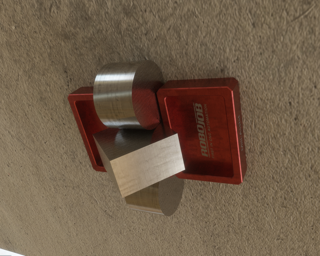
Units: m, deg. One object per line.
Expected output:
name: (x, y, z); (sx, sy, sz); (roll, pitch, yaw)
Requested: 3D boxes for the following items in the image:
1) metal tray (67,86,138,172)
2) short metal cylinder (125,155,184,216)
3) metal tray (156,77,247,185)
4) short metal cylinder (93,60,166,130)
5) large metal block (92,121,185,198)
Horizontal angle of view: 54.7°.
metal tray: (-0.070, 0.005, 0.446); (0.090, 0.030, 0.129); (1, 119, 27)
short metal cylinder: (-0.006, 0.076, 0.423); (0.050, 0.080, 0.080); (2, 119, 27)
metal tray: (0.054, 0.005, 0.381); (0.090, 0.030, 0.129); (1, 119, 27)
short metal cylinder: (-0.033, -0.038, 0.366); (0.050, 0.080, 0.080); (2, 119, 27)
large metal block: (-0.028, 0.029, 0.378); (0.080, 0.081, 0.050); (39, 146, 58)
